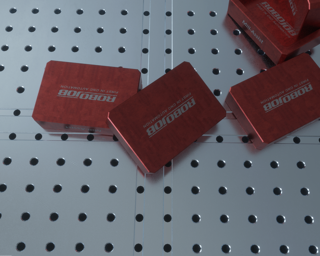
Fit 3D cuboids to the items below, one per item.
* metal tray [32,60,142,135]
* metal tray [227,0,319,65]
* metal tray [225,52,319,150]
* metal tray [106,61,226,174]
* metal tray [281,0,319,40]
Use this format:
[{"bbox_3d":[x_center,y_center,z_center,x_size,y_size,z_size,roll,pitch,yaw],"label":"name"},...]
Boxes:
[{"bbox_3d":[-0.095,-0.040,0.423,0.131,0.030,0.090,6,70,2],"label":"metal tray"},{"bbox_3d":[0.175,-0.165,0.462,0.090,0.030,0.130,-30,68,-8],"label":"metal tray"},{"bbox_3d":[0.169,-0.038,0.425,0.131,0.030,0.090,-26,72,-10],"label":"metal tray"},{"bbox_3d":[0.009,-0.014,0.395,0.131,0.030,0.090,-37,90,-19],"label":"metal tray"},{"bbox_3d":[0.203,-0.200,0.451,0.030,0.090,0.129,-10,70,6],"label":"metal tray"}]
